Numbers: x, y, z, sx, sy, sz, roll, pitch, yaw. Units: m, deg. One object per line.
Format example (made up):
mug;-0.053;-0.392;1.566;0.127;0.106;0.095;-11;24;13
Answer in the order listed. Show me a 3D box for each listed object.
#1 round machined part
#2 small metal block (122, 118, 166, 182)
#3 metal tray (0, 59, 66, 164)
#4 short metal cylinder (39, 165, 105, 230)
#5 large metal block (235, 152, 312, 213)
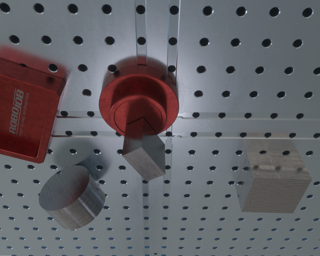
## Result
round machined part;-0.026;-0.024;0.380;0.099;0.042;0.097;0;130;0
small metal block;-0.017;0.025;0.361;0.025;0.050;0.050;-24;126;19
metal tray;-0.180;-0.016;0.392;0.091;0.030;0.129;17;128;-15
short metal cylinder;-0.130;0.102;0.461;0.080;0.080;0.050;-15;129;12
large metal block;0.166;0.083;0.468;0.081;0.050;0.079;2;130;-2
